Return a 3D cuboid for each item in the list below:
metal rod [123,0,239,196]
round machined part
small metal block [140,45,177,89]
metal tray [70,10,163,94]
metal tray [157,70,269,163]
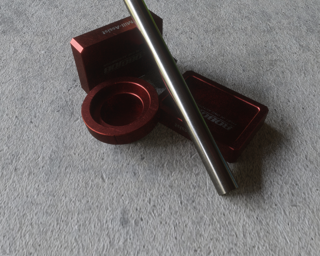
[{"bbox_3d":[0.017,-0.060,0.386,0.025,0.025,0.299,-21,75,-17],"label":"metal rod"},{"bbox_3d":[-0.048,-0.018,0.403,0.099,0.042,0.098,-3,53,5],"label":"round machined part"},{"bbox_3d":[-0.005,-0.095,0.461,0.025,0.050,0.050,-37,74,-24],"label":"small metal block"},{"bbox_3d":[-0.056,-0.107,0.451,0.131,0.089,0.030,-30,57,-23],"label":"metal tray"},{"bbox_3d":[0.066,-0.021,0.420,0.130,0.030,0.090,31,56,23],"label":"metal tray"}]
